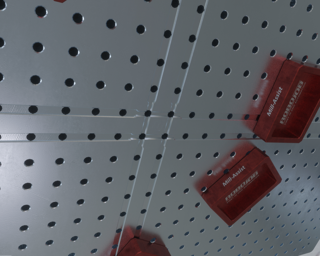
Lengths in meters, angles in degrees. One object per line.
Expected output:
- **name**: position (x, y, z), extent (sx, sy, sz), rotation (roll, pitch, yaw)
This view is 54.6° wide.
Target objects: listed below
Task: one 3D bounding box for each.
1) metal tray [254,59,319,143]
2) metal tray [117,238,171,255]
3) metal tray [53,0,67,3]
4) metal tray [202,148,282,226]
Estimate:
- **metal tray**: position (0.216, -0.039, 0.500), extent (0.091, 0.030, 0.129), rotation (3, 117, -30)
- **metal tray**: position (-0.050, 0.256, 0.537), extent (0.090, 0.030, 0.130), rotation (33, 100, -38)
- **metal tray**: position (-0.062, -0.181, 0.261), extent (0.130, 0.030, 0.090), rotation (-36, 129, -5)
- **metal tray**: position (0.148, 0.107, 0.553), extent (0.130, 0.030, 0.090), rotation (-41, 129, 0)
